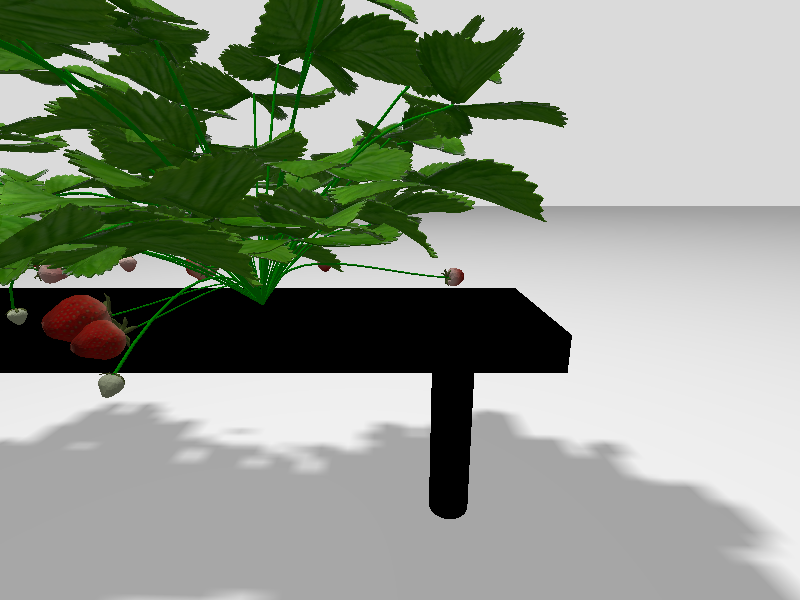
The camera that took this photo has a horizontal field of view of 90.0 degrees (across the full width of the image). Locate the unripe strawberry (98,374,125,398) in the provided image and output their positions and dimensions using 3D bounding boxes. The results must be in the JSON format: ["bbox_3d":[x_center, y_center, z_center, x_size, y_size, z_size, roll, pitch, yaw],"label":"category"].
[{"bbox_3d":[-0.144,0.043,0.199,0.011,0.011,0.010,2,-28,6],"label":"unripe strawberry"}]

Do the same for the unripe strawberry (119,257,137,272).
[{"bbox_3d":[-0.352,-0.046,0.518,0.019,0.020,0.018,10,18,34],"label":"unripe strawberry"}]

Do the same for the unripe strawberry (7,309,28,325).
[{"bbox_3d":[-0.289,0.013,0.303,0.011,0.012,0.011,-5,16,-20],"label":"unripe strawberry"}]

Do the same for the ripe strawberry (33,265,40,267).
[{"bbox_3d":[-0.494,-0.059,0.535,0.036,0.031,0.036,7,16,23],"label":"ripe strawberry"}]

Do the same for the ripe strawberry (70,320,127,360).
[{"bbox_3d":[-0.181,0.024,0.239,0.027,0.023,0.027,7,17,23],"label":"ripe strawberry"}]

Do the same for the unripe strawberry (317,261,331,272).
[{"bbox_3d":[-0.098,-0.047,0.522,0.021,0.021,0.018,2,19,9],"label":"unripe strawberry"}]

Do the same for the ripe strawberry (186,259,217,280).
[{"bbox_3d":[-0.235,-0.042,0.471,0.035,0.037,0.037,-14,20,-42],"label":"ripe strawberry"}]

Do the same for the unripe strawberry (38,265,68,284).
[{"bbox_3d":[-0.382,-0.029,0.442,0.024,0.023,0.026,5,11,-26],"label":"unripe strawberry"}]

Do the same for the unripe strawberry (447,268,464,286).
[{"bbox_3d":[0.060,-0.025,0.431,0.020,0.021,0.018,-5,16,-21],"label":"unripe strawberry"}]

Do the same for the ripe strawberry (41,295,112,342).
[{"bbox_3d":[-0.211,0.014,0.260,0.037,0.033,0.034,12,20,38],"label":"ripe strawberry"}]
